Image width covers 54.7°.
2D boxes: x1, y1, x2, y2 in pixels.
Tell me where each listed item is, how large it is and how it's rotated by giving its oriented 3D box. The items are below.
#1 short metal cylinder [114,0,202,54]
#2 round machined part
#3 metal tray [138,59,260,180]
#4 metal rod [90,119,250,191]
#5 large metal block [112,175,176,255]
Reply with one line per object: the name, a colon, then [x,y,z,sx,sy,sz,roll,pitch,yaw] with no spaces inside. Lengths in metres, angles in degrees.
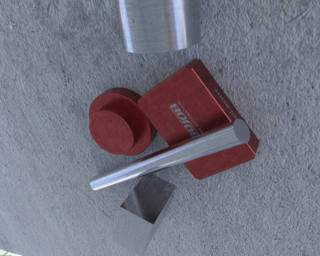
short metal cylinder: [-0.001,-0.109,0.303,0.080,0.080,0.050,7,121,24]
round machined part: [-0.056,-0.002,0.422,0.098,0.042,0.097,13,124,20]
metal tray: [0.046,-0.006,0.375,0.090,0.030,0.130,-31,102,37]
metal rod: [-0.013,0.048,0.410,0.299,0.025,0.025,-26,105,46]
large metal block: [-0.023,0.126,0.460,0.050,0.080,0.079,25,127,12]
